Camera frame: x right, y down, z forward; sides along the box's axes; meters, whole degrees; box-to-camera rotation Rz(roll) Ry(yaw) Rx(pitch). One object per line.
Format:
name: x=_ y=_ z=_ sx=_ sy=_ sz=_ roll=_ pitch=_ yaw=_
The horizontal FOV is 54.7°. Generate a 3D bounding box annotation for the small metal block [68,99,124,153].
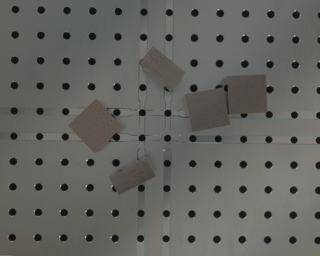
small metal block: x=-0.084 y=-0.003 z=0.412 sx=0.050 sy=0.025 sz=0.050 roll=-44 pitch=91 yaw=0

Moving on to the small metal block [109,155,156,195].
small metal block: x=-0.034 y=0.059 z=0.401 sx=0.050 sy=0.050 sz=0.025 roll=-27 pitch=90 yaw=0

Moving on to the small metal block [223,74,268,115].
small metal block: x=0.114 y=-0.044 z=0.415 sx=0.050 sy=0.025 sz=0.050 roll=-3 pitch=90 yaw=-1

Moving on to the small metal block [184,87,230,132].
small metal block: x=0.062 y=-0.024 z=0.414 sx=0.050 sy=0.025 sz=0.050 roll=-11 pitch=90 yaw=-1

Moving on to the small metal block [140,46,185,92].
small metal block: x=0.003 y=-0.074 z=0.401 sx=0.050 sy=0.050 sz=0.025 roll=39 pitch=90 yaw=-1
